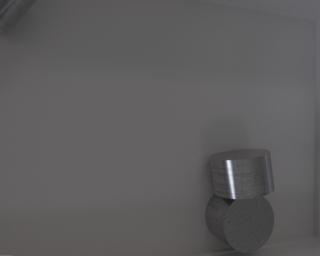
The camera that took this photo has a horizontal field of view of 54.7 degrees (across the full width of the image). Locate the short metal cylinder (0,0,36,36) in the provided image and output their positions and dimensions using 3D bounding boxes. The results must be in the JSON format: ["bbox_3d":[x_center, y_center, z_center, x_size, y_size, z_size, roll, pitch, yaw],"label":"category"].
[{"bbox_3d":[-0.178,-0.141,0.316,0.080,0.080,0.050,38,78,-16],"label":"short metal cylinder"}]

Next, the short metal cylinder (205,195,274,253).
[{"bbox_3d":[0.112,0.127,0.439,0.081,0.050,0.080,0,90,-20],"label":"short metal cylinder"}]

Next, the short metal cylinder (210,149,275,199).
[{"bbox_3d":[0.111,0.060,0.422,0.081,0.080,0.050,-9,93,-20],"label":"short metal cylinder"}]
